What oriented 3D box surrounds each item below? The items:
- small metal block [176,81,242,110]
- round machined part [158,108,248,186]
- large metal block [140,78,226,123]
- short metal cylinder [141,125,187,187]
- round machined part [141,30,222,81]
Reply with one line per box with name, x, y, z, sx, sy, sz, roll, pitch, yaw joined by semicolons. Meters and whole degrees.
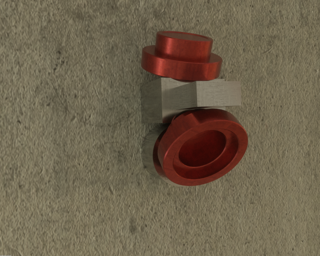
small metal block;0.051;-0.034;0.331;0.050;0.050;0.025;-3;91;-20
round machined part;0.044;0.017;0.348;0.099;0.042;0.097;-11;132;-13
large metal block;0.026;-0.032;0.391;0.081;0.080;0.050;-2;91;-20
short metal cylinder;0.020;0.033;0.407;0.081;0.050;0.079;0;90;-21
round machined part;0.027;-0.092;0.378;0.099;0.098;0.042;-2;116;-20
